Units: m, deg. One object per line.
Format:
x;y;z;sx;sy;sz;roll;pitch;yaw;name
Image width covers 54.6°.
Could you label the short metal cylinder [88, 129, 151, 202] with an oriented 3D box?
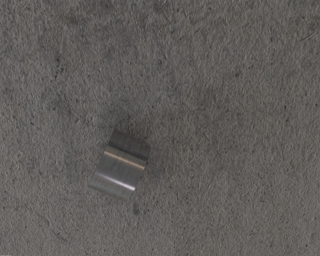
-0.052;0.047;0.397;0.050;0.080;0.080;25;108;-9;short metal cylinder
